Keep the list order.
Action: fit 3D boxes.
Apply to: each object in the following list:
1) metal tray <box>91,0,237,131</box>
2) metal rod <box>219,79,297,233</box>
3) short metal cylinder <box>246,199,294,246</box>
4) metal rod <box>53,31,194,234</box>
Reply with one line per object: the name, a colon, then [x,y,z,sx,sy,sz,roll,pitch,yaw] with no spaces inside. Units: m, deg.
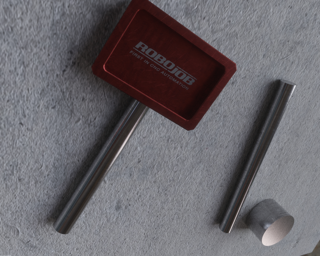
metal tray: [0.005,-0.066,0.336,0.131,0.030,0.090,31,102,-17]
metal rod: [0.160,0.061,0.532,0.025,0.025,0.298,1,118,-29]
short metal cylinder: [0.224,0.192,0.632,0.081,0.050,0.079,-14,124,-21]
metal rod: [-0.051,0.012,0.386,0.025,0.025,0.299,24,105,-37]
